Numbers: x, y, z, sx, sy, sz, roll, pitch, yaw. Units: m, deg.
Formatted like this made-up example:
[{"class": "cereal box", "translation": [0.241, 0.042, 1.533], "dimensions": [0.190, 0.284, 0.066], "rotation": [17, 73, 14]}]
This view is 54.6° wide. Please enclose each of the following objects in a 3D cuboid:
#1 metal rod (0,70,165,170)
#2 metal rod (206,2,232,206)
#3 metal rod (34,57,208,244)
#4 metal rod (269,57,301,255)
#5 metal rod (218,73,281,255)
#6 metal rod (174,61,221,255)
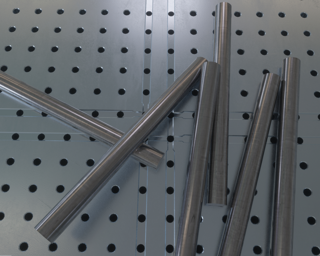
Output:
[{"class": "metal rod", "translation": [-0.133, -0.022, 0.419], "dimensions": [0.301, 0.025, 0.025], "rotation": [26, 72, 9]}, {"class": "metal rod", "translation": [0.084, -0.046, 0.429], "dimensions": [0.025, 0.025, 0.299], "rotation": [5, 70, 2]}, {"class": "metal rod", "translation": [-0.029, 0.009, 0.382], "dimensions": [0.025, 0.025, 0.301], "rotation": [36, 64, 12]}, {"class": "metal rod", "translation": [0.161, 0.043, 0.396], "dimensions": [0.025, 0.025, 0.299], "rotation": [10, 70, 4]}, {"class": "metal rod", "translation": [0.110, 0.063, 0.389], "dimensions": [0.025, 0.025, 0.300], "rotation": [18, 71, 6]}, {"class": "metal rod", "translation": [0.044, 0.057, 0.380], "dimensions": [0.025, 0.025, 0.299], "rotation": [9, 74, 3]}]
